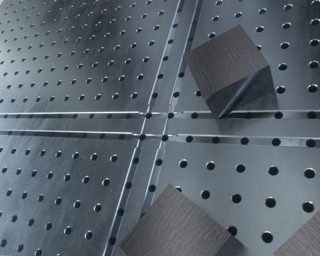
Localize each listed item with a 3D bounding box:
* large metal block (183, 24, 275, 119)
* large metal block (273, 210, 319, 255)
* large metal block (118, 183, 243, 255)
[{"bbox_3d":[0.085,-0.070,0.390,0.080,0.050,0.080,-27,53,11],"label":"large metal block"},{"bbox_3d":[0.153,0.109,0.245,0.080,0.050,0.080,-42,51,-1],"label":"large metal block"},{"bbox_3d":[0.021,0.117,0.309,0.080,0.050,0.080,35,81,38],"label":"large metal block"}]
